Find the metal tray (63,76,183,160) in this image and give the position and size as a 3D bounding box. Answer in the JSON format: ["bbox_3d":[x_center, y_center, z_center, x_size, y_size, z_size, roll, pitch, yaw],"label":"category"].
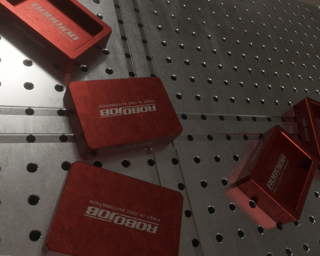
[{"bbox_3d":[-0.045,-0.018,0.393,0.131,0.030,0.090,-10,67,-33],"label":"metal tray"}]

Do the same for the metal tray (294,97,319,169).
[{"bbox_3d":[0.298,0.014,0.560,0.091,0.030,0.130,17,55,-19],"label":"metal tray"}]

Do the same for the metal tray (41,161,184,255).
[{"bbox_3d":[-0.043,0.097,0.324,0.131,0.030,0.090,20,54,-17],"label":"metal tray"}]

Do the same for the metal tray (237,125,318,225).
[{"bbox_3d":[0.179,0.066,0.463,0.090,0.030,0.131,43,51,1],"label":"metal tray"}]

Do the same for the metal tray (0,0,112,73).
[{"bbox_3d":[-0.143,-0.144,0.416,0.130,0.030,0.090,38,51,-3],"label":"metal tray"}]
